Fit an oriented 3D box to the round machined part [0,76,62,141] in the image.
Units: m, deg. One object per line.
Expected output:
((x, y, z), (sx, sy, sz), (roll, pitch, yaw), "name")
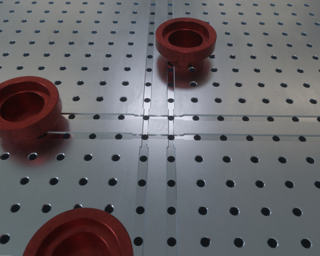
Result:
((-0.181, -0.022, 0.414), (0.099, 0.042, 0.098), (0, 50, 0), "round machined part")

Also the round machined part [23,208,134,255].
((-0.073, 0.129, 0.288), (0.099, 0.042, 0.098), (0, 50, 0), "round machined part")

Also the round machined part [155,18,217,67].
((0.042, -0.138, 0.513), (0.099, 0.042, 0.098), (0, 50, 0), "round machined part")
